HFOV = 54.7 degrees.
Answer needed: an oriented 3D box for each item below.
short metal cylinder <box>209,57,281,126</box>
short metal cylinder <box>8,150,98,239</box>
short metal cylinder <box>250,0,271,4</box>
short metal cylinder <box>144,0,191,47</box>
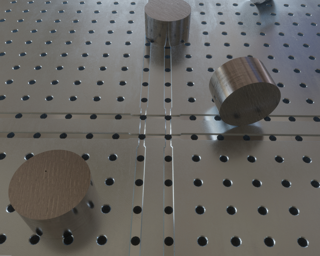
[{"bbox_3d":[0.111,-0.048,0.413,0.081,0.080,0.050,-7,51,-7],"label":"short metal cylinder"},{"bbox_3d":[-0.111,0.070,0.331,0.081,0.050,0.080,0,50,0],"label":"short metal cylinder"},{"bbox_3d":[0.215,-0.299,0.626,0.050,0.080,0.080,-24,54,-19],"label":"short metal cylinder"},{"bbox_3d":[0.014,-0.189,0.551,0.081,0.050,0.080,0,50,0],"label":"short metal cylinder"}]
